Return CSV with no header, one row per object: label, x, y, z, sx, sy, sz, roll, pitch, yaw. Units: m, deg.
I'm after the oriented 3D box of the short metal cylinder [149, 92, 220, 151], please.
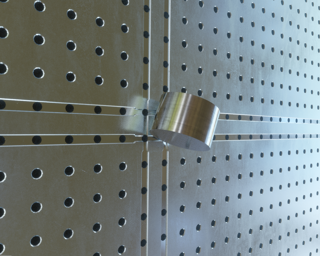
short metal cylinder,0.032,-0.007,0.403,0.080,0.080,0.050,28,72,-37
